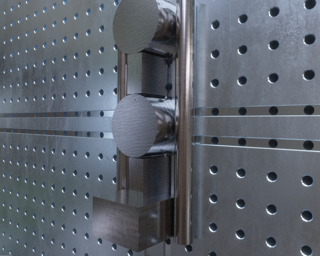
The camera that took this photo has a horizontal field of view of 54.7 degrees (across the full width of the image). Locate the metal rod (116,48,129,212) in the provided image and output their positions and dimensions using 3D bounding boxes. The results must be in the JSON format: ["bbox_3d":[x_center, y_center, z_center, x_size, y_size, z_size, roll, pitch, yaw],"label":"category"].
[{"bbox_3d":[-0.050,-0.009,0.450,0.025,0.025,0.298,1,91,40],"label":"metal rod"}]

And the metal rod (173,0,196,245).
[{"bbox_3d":[0.031,-0.009,0.383,0.025,0.025,0.298,1,91,40],"label":"metal rod"}]

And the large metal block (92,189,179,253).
[{"bbox_3d":[-0.029,0.112,0.397,0.080,0.081,0.050,1,91,40],"label":"large metal block"}]

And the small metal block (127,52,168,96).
[{"bbox_3d":[-0.016,-0.068,0.405,0.025,0.050,0.050,1,91,40],"label":"small metal block"}]

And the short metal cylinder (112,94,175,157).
[{"bbox_3d":[-0.018,-0.003,0.407,0.080,0.050,0.080,0,90,40],"label":"short metal cylinder"}]

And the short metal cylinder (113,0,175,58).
[{"bbox_3d":[-0.016,-0.133,0.406,0.080,0.050,0.080,0,90,40],"label":"short metal cylinder"}]

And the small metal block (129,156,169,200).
[{"bbox_3d":[-0.014,0.062,0.404,0.025,0.050,0.050,0,90,40],"label":"small metal block"}]
